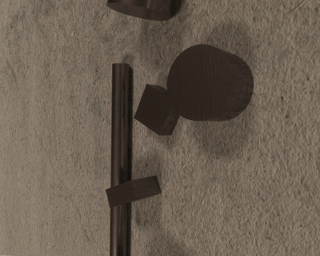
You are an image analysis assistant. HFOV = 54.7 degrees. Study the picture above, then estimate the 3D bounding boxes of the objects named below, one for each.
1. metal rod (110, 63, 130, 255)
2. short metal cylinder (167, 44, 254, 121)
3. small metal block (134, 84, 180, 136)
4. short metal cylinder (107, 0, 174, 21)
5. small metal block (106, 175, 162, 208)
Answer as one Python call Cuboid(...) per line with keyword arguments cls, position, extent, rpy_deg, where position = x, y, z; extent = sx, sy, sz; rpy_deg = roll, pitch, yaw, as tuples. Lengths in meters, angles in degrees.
Cuboid(cls="metal rod", position=(-0.059, 0.057, 0.451), extent=(0.025, 0.025, 0.298), rpy_deg=(1, 91, 39))
Cuboid(cls="short metal cylinder", position=(0.055, -0.047, 0.342), extent=(0.080, 0.050, 0.079), rpy_deg=(0, 90, 39))
Cuboid(cls="small metal block", position=(-0.001, -0.024, 0.404), extent=(0.050, 0.025, 0.050), rpy_deg=(34, 111, 34))
Cuboid(cls="short metal cylinder", position=(-0.022, -0.169, 0.385), extent=(0.080, 0.081, 0.050), rpy_deg=(19, 102, 38))
Cuboid(cls="small metal block", position=(-0.035, 0.085, 0.416), extent=(0.050, 0.050, 0.025), rpy_deg=(-26, 74, 37))
